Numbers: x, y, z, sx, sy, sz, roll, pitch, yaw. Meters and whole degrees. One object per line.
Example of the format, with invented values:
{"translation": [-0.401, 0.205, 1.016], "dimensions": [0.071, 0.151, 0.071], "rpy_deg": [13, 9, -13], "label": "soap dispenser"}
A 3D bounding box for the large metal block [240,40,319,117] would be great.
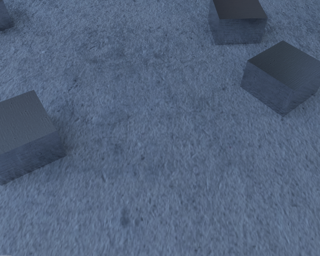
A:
{"translation": [0.179, -0.074, 0.452], "dimensions": [0.081, 0.050, 0.080], "rpy_deg": [-31, 57, -24], "label": "large metal block"}

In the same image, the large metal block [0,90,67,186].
{"translation": [-0.173, 0.009, 0.377], "dimensions": [0.081, 0.050, 0.080], "rpy_deg": [-26, 55, -21], "label": "large metal block"}

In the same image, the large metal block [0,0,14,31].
{"translation": [-0.328, -0.207, 0.557], "dimensions": [0.080, 0.050, 0.080], "rpy_deg": [-34, 58, -25], "label": "large metal block"}

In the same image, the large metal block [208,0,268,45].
{"translation": [0.135, -0.194, 0.552], "dimensions": [0.081, 0.050, 0.080], "rpy_deg": [-3, 50, -3], "label": "large metal block"}
